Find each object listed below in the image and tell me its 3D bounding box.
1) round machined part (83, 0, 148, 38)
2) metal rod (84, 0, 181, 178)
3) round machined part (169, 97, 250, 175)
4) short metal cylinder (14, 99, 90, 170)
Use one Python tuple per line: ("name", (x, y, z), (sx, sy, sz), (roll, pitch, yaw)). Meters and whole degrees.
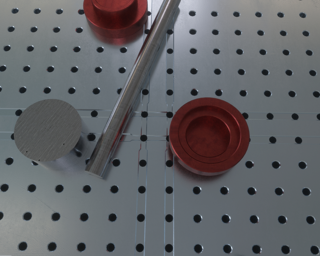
("round machined part", (-0.068, -0.190, 0.472), (0.099, 0.042, 0.098), (0, 70, 0))
("metal rod", (-0.031, -0.073, 0.438), (0.025, 0.025, 0.300), (19, 71, 7))
("round machined part", (0.061, 0.013, 0.398), (0.099, 0.042, 0.098), (0, 70, 0))
("short metal cylinder", (-0.134, 0.010, 0.394), (0.081, 0.050, 0.080), (0, 70, 0))
